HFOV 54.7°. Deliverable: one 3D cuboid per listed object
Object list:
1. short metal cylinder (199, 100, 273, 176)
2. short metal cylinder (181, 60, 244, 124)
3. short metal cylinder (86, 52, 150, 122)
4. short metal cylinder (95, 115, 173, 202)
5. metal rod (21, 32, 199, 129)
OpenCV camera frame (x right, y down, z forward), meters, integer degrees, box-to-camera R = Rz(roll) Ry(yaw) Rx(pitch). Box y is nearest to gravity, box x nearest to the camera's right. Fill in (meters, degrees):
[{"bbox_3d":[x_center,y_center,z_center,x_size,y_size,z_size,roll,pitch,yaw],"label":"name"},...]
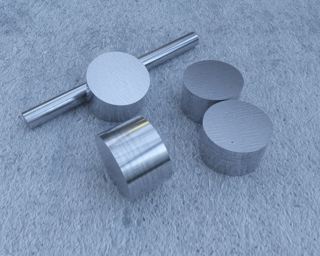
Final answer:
[{"bbox_3d":[0.090,0.012,0.378,0.081,0.050,0.080,0,50,0],"label":"short metal cylinder"},{"bbox_3d":[0.070,-0.049,0.429,0.081,0.050,0.080,0,50,0],"label":"short metal cylinder"},{"bbox_3d":[-0.058,-0.055,0.417,0.081,0.050,0.080,5,66,-12],"label":"short metal cylinder"},{"bbox_3d":[-0.030,0.033,0.340,0.050,0.080,0.080,-27,55,-21],"label":"short metal cylinder"},{"bbox_3d":[-0.059,-0.081,0.470,0.302,0.025,0.025,-31,57,-24],"label":"metal rod"}]
